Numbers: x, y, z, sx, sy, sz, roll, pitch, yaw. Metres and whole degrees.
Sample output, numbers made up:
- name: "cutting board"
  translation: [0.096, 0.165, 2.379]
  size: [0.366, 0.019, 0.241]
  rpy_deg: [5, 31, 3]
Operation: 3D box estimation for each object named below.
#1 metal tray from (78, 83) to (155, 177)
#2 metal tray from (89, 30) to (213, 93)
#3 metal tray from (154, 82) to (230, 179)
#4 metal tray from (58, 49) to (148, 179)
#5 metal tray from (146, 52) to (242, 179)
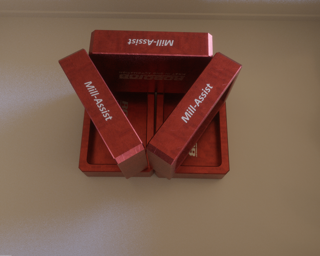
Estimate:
- name: "metal tray"
  translation: [-0.052, -0.003, 0.407]
  size: [0.091, 0.030, 0.130]
  rpy_deg: [0, 69, 0]
- name: "metal tray"
  translation: [-0.009, -0.075, 0.368]
  size: [0.131, 0.090, 0.030]
  rpy_deg: [2, 71, 1]
- name: "metal tray"
  translation: [0.040, -0.001, 0.406]
  size: [0.091, 0.030, 0.130]
  rpy_deg: [1, 69, 1]
- name: "metal tray"
  translation: [-0.060, -0.012, 0.345]
  size: [0.030, 0.090, 0.130]
  rpy_deg: [-30, 73, -10]
- name: "metal tray"
  translation: [0.037, -0.010, 0.344]
  size: [0.030, 0.090, 0.130]
  rpy_deg: [34, 74, 11]
